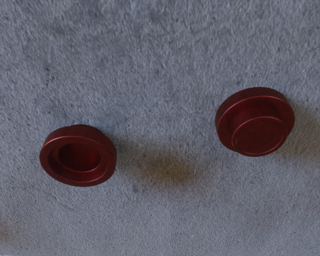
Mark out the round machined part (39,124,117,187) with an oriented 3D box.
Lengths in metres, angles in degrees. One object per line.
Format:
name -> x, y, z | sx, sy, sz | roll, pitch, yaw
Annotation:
round machined part -> -0.108, 0.033, 0.423 | 0.099, 0.042, 0.097 | -1, 130, 0

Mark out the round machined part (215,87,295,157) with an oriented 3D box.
round machined part -> 0.123, -0.001, 0.398 | 0.099, 0.042, 0.097 | -1, 130, 0
